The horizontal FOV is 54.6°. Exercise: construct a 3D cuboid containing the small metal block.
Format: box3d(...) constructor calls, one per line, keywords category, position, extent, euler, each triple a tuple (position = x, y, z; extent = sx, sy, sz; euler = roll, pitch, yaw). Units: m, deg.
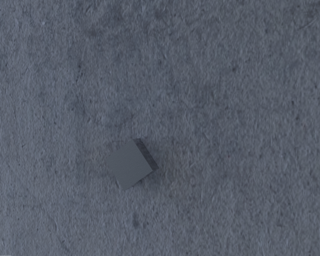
box3d(category="small metal block", position=(-0.038, 0.049, 0.423), extent=(0.050, 0.025, 0.050), euler=(-37, 78, 16))
